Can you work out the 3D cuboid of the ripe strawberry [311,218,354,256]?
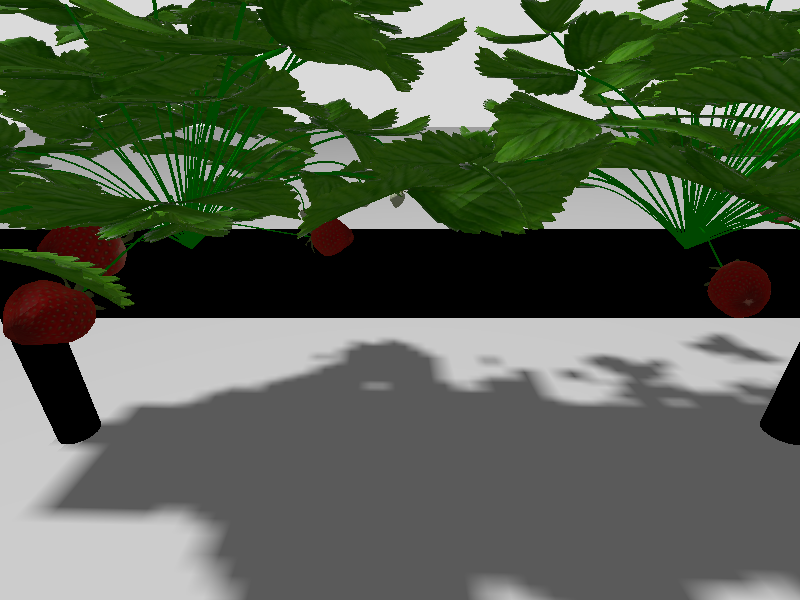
[{"bbox_3d":[-0.056,-0.053,0.338,0.034,0.033,0.037,4,25,8],"label":"ripe strawberry"}]

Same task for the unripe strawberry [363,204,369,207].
[{"bbox_3d":[-0.040,-0.112,0.464,0.010,0.010,0.009,-18,31,-34],"label":"unripe strawberry"}]

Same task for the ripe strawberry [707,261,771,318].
[{"bbox_3d":[0.200,-0.005,0.235,0.029,0.033,0.032,11,28,22],"label":"ripe strawberry"}]

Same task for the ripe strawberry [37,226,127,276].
[{"bbox_3d":[-0.226,-0.034,0.283,0.051,0.045,0.046,11,28,22],"label":"ripe strawberry"}]

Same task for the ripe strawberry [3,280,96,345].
[{"bbox_3d":[-0.182,0.008,0.206,0.038,0.033,0.038,-1,26,-2],"label":"ripe strawberry"}]

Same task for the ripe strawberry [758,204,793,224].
[{"bbox_3d":[0.430,-0.106,0.449,0.041,0.041,0.038,-9,26,-30],"label":"ripe strawberry"}]

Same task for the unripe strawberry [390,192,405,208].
[{"bbox_3d":[-0.004,-0.130,0.517,0.021,0.022,0.020,-21,33,-38],"label":"unripe strawberry"}]

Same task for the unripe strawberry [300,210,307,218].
[{"bbox_3d":[-0.110,-0.098,0.461,0.011,0.010,0.010,17,30,32],"label":"unripe strawberry"}]
